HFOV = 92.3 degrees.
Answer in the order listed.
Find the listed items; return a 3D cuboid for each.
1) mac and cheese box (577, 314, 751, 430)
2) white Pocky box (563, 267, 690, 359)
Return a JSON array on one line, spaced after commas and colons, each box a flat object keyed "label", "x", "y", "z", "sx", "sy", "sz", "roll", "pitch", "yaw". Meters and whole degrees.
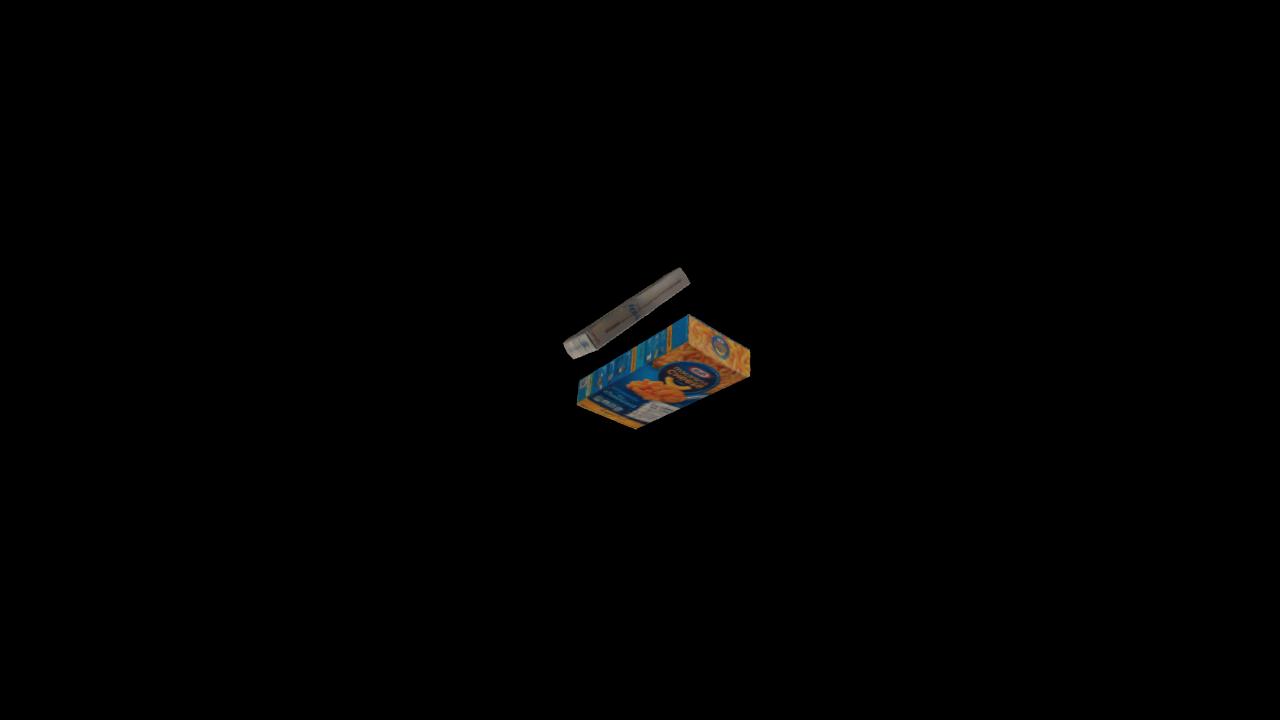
[{"label": "mac and cheese box", "x": 0.021, "y": 0.020, "z": 0.676, "sx": 0.093, "sy": 0.041, "sz": 0.184, "roll": 28, "pitch": -39, "yaw": -31}, {"label": "white Pocky box", "x": -0.016, "y": -0.056, "z": 0.747, "sx": 0.154, "sy": 0.028, "sz": 0.084, "roll": -36, "pitch": 8, "yaw": -25}]
